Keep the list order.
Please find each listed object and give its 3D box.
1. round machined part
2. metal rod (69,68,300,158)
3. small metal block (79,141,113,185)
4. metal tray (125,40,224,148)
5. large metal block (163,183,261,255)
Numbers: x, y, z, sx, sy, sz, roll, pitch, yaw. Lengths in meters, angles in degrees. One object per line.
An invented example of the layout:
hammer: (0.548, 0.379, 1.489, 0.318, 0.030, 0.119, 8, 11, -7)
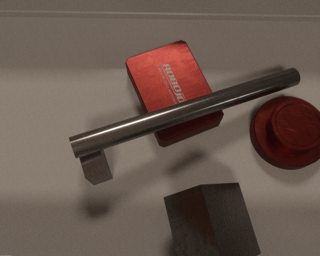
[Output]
round machined part: (0.172, 0.002, 0.402, 0.099, 0.042, 0.098, 0, 70, -1)
metal rod: (0.042, -0.024, 0.381, 0.302, 0.025, 0.025, -18, 71, -14)
small metal block: (-0.081, 0.039, 0.381, 0.025, 0.050, 0.050, -19, 71, -7)
metal tray: (0.018, -0.049, 0.425, 0.091, 0.030, 0.130, -21, 72, -8)
large metal block: (0.057, 0.106, 0.336, 0.050, 0.081, 0.080, -28, 66, 35)
